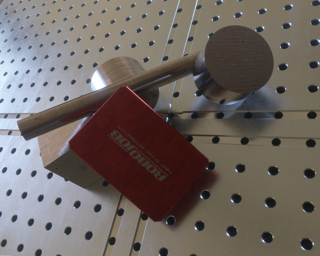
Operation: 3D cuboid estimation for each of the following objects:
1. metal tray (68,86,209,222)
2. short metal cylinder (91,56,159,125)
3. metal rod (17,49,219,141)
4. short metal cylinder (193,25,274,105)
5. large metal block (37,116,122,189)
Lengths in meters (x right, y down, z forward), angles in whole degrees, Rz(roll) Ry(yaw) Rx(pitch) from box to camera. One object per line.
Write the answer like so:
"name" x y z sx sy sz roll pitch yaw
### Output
"metal tray" -0.023 0.028 0.347 0.130 0.030 0.090 42 84 -3
"short metal cylinder" -0.048 -0.051 0.428 0.080 0.080 0.050 -37 51 3
"metal rod" -0.021 -0.056 0.383 0.302 0.025 0.025 -24 50 -14
"short metal cylinder" 0.084 -0.072 0.366 0.081 0.050 0.080 2 79 -9
"large metal block" -0.096 0.026 0.405 0.080 0.080 0.050 -34 52 5
